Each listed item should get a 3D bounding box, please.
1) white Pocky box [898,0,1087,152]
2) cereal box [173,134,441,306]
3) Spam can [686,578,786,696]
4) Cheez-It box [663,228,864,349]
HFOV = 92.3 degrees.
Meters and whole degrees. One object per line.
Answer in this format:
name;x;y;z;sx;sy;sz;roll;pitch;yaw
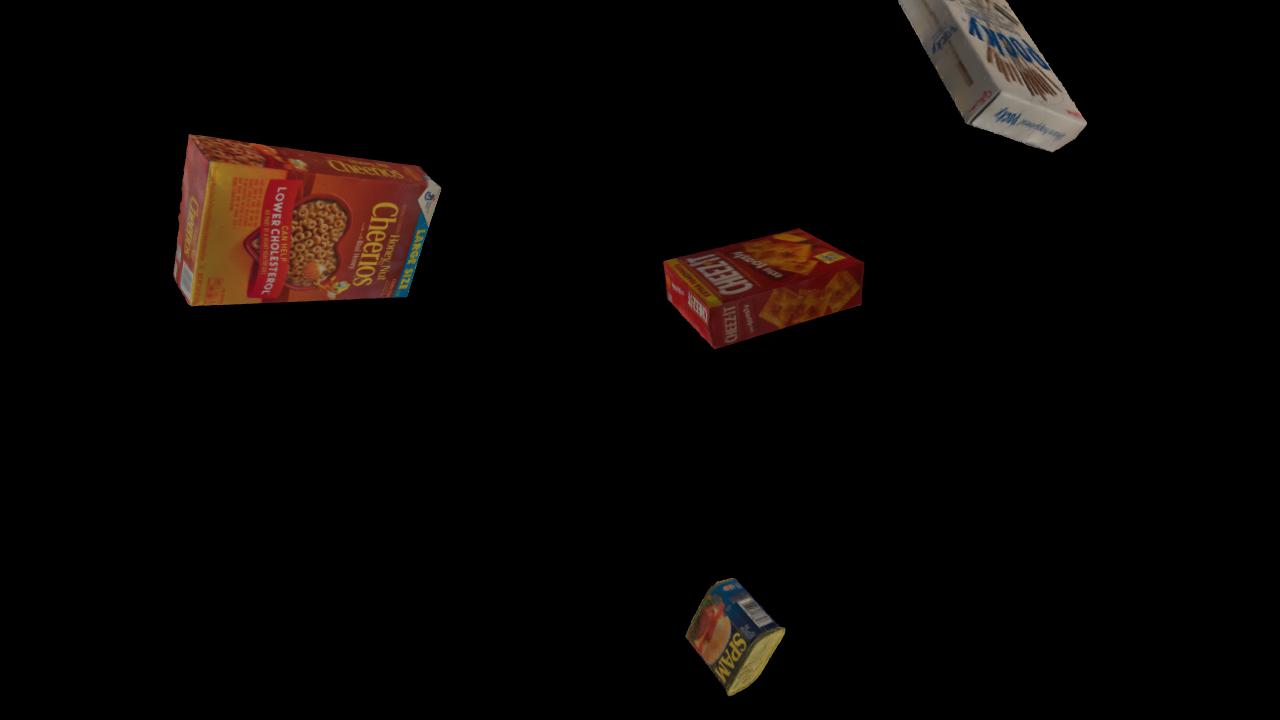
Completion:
white Pocky box;0.228;-0.210;0.412;0.084;0.154;0.028;5;-31;-23
cereal box;-0.447;-0.181;0.853;0.081;0.203;0.306;44;30;25
Spam can;0.110;0.325;0.730;0.058;0.101;0.085;1;30;-41
Cheez-It box;0.163;-0.106;0.843;0.223;0.071;0.166;-16;32;-12
